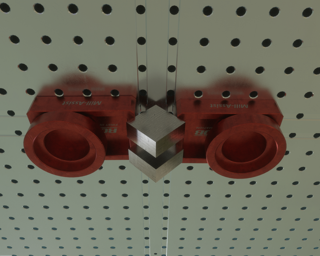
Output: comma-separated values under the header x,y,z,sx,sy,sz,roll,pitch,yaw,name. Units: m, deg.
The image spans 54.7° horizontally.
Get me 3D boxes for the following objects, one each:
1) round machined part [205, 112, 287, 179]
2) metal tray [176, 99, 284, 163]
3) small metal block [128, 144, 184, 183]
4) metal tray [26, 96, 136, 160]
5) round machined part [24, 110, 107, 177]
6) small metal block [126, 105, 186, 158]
x,y,z,sx,sy,sz,roll,pitch,yaw,name
0.107,0.018,0.400,0.099,0.042,0.097,0,130,0,round machined part
0.086,0.006,0.415,0.131,0.030,0.089,0,131,-1,metal tray
-0.005,0.036,0.407,0.050,0.050,0.025,33,139,32,small metal block
-0.095,0.002,0.411,0.131,0.030,0.089,-1,132,0,metal tray
-0.117,0.016,0.396,0.099,0.042,0.097,0,130,0,round machined part
-0.005,0.002,0.378,0.050,0.050,0.025,33,139,32,small metal block
